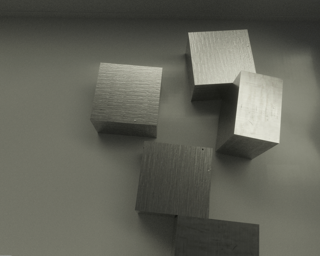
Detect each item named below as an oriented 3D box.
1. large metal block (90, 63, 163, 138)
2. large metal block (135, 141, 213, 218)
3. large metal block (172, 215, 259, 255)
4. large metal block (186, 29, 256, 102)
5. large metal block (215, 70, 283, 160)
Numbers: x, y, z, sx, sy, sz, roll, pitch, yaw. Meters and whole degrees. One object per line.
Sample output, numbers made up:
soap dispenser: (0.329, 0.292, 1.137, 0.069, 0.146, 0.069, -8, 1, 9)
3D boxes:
large metal block: (-0.041, -0.035, 0.409, 0.080, 0.050, 0.080, 5, 70, 1)
large metal block: (0.017, 0.065, 0.373, 0.080, 0.050, 0.080, 6, 70, 2)
large metal block: (0.055, 0.127, 0.335, 0.080, 0.080, 0.050, 6, 70, 2)
large metal block: (0.081, -0.086, 0.429, 0.081, 0.050, 0.080, -4, 70, -2)
large metal block: (0.108, -0.013, 0.384, 0.050, 0.080, 0.080, 12, 71, -1)
